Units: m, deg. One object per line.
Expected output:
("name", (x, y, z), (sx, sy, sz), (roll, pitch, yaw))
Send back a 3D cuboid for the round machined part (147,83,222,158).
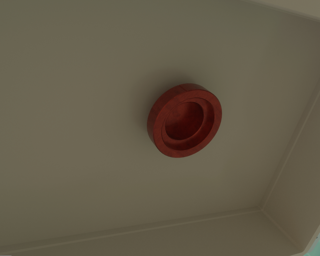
("round machined part", (0.028, -0.013, 0.404), (0.099, 0.042, 0.097), (-14, 124, -21))
